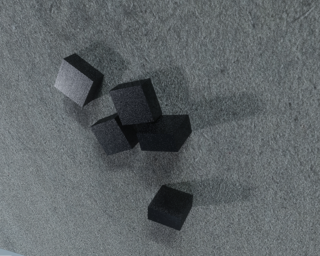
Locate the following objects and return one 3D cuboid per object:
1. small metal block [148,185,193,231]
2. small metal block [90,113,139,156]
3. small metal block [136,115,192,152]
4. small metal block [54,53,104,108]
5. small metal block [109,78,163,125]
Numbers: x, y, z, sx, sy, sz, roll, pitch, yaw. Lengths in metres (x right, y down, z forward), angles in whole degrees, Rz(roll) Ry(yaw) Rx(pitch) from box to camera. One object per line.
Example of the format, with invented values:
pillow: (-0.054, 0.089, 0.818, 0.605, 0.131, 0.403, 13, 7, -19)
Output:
small metal block: (0.016, 0.116, 0.454, 0.050, 0.050, 0.025, 15, 124, 20)
small metal block: (-0.064, 0.008, 0.446, 0.050, 0.025, 0.050, -17, 110, 35)
small metal block: (0.007, 0.006, 0.391, 0.050, 0.050, 0.025, 0, 118, 28)
small metal block: (-0.112, -0.065, 0.426, 0.050, 0.025, 0.050, 37, 129, 3)
small metal block: (-0.031, -0.033, 0.403, 0.050, 0.025, 0.050, -6, 116, 31)
